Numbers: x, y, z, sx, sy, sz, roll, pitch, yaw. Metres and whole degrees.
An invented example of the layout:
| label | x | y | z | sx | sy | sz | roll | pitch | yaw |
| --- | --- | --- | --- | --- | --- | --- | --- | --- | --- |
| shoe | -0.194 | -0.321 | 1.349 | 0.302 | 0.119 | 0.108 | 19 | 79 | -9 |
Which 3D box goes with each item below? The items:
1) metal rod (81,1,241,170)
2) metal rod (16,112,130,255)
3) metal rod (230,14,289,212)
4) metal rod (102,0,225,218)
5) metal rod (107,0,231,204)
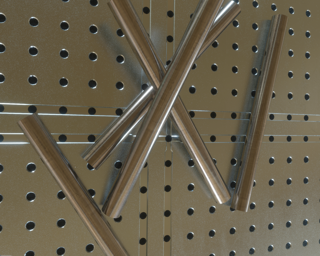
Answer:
| label | x | y | z | sx | sy | sz | roll | pitch | yaw |
| --- | --- | --- | --- | --- | --- | --- | --- | --- | --- |
| metal rod | 0.010 | -0.065 | 0.415 | 0.025 | 0.025 | 0.300 | 45 | 76 | -15 |
| metal rod | -0.080 | 0.116 | 0.383 | 0.025 | 0.025 | 0.299 | -33 | 101 | -17 |
| metal rod | 0.151 | -0.025 | 0.467 | 0.025 | 0.025 | 0.299 | 15 | 85 | -19 |
| metal rod | 0.002 | -0.026 | 0.365 | 0.025 | 0.025 | 0.299 | 22 | 101 | -19 |
| metal rod | 0.021 | -0.023 | 0.397 | 0.025 | 0.025 | 0.299 | -35 | 110 | -16 |
